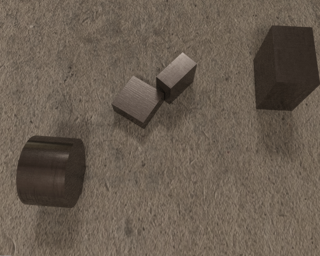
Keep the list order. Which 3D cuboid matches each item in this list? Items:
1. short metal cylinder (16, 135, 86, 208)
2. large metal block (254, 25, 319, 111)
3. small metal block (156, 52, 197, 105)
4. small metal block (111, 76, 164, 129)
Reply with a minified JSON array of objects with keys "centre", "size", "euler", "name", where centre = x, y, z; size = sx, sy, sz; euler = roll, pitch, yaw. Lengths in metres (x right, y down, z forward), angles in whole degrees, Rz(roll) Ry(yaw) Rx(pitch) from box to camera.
[{"centre":[-0.122,0.050,0.359],"size":[0.050,0.080,0.080],"euler":[4,70,1],"name":"short metal cylinder"},{"centre":[0.162,-0.076,0.409],"size":[0.050,0.080,0.080],"euler":[3,70,1],"name":"large metal block"},{"centre":[0.021,-0.066,0.419],"size":[0.025,0.050,0.050],"euler":[42,75,13],"name":"small metal block"},{"centre":[-0.029,-0.035,0.421],"size":[0.050,0.025,0.050],"euler":[31,73,10],"name":"small metal block"}]
